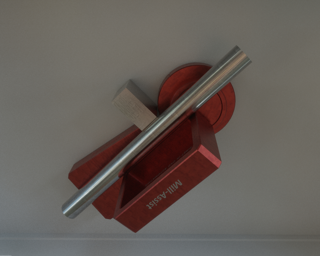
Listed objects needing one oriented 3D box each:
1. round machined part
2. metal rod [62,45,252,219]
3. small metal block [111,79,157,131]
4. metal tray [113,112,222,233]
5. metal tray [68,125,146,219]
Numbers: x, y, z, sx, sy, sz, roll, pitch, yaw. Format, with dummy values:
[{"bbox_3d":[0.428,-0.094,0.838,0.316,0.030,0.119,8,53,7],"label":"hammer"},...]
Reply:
[{"bbox_3d":[0.046,-0.031,0.390,0.099,0.042,0.097,0,110,-1],"label":"round machined part"},{"bbox_3d":[-0.016,0.016,0.374,0.299,0.025,0.025,-42,105,18],"label":"metal rod"},{"bbox_3d":[-0.030,-0.030,0.385,0.025,0.050,0.050,-43,105,14],"label":"small metal block"},{"bbox_3d":[0.006,0.047,0.352,0.030,0.090,0.130,41,111,-17],"label":"metal tray"},{"bbox_3d":[-0.047,0.059,0.428,0.130,0.030,0.090,-33,107,11],"label":"metal tray"}]
